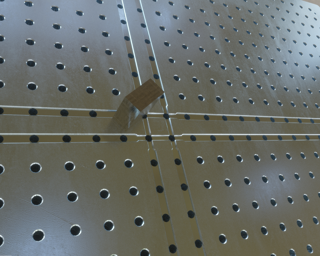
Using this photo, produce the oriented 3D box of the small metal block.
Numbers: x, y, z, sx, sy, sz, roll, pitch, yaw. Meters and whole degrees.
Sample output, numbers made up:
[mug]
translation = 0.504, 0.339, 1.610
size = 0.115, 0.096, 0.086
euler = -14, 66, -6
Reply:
[small metal block]
translation = -0.028, -0.029, 0.395
size = 0.025, 0.050, 0.050
euler = 45, 51, 3
